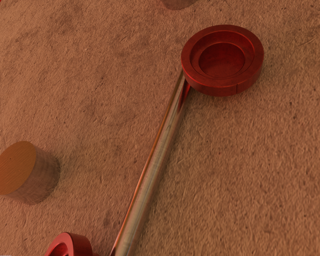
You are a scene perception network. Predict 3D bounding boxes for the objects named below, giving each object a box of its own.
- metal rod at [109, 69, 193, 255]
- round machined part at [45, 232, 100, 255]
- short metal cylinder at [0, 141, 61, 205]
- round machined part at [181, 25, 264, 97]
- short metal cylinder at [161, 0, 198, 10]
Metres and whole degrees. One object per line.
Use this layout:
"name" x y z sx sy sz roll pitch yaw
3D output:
"metal rod" -0.007 0.047 0.377 0.025 0.025 0.300 8 65 31
"round machined part" -0.094 0.163 0.324 0.098 0.042 0.098 -37 39 39
"short metal cylinder" -0.193 0.065 0.447 0.080 0.050 0.080 -13 56 20
"round machined part" 0.078 -0.080 0.391 0.098 0.042 0.098 -5 61 9
"short metal cylinder" 0.031 -0.247 0.522 0.080 0.050 0.080 -13 56 20
